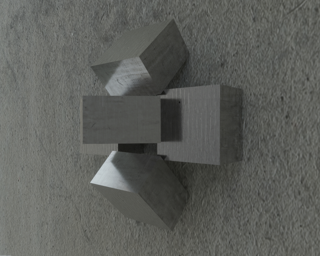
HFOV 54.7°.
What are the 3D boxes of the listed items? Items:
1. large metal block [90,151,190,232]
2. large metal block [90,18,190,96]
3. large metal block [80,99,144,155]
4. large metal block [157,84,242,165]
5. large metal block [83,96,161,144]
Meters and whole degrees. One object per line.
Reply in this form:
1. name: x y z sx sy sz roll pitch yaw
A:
1. large metal block: -0.023 0.075 0.380 0.080 0.080 0.050 2 48 40
2. large metal block: -0.023 -0.083 0.380 0.080 0.080 0.050 0 134 40
3. large metal block: -0.069 -0.003 0.445 0.080 0.050 0.079 0 90 39
4. large metal block: 0.044 -0.004 0.349 0.080 0.050 0.079 0 90 39
5. large metal block: -0.043 -0.009 0.362 0.080 0.081 0.050 179 90 -84
